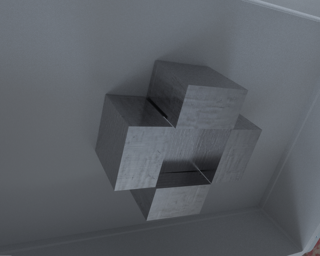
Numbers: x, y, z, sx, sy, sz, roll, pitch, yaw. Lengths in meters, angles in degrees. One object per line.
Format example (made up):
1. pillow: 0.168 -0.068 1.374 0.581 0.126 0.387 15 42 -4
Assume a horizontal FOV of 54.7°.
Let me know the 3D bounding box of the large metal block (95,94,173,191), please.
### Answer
1. large metal block: -0.035 0.014 0.362 0.050 0.080 0.079 1 118 -29

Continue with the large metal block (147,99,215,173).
1. large metal block: 0.019 0.010 0.406 0.081 0.050 0.079 1 118 -29

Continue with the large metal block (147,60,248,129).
1. large metal block: 0.041 -0.040 0.368 0.081 0.080 0.050 1 118 -29

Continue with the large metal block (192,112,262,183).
1. large metal block: 0.081 0.018 0.427 0.050 0.080 0.079 1 118 -29

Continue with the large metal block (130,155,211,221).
1. large metal block: 0.008 0.074 0.421 0.081 0.080 0.050 2 118 -29
